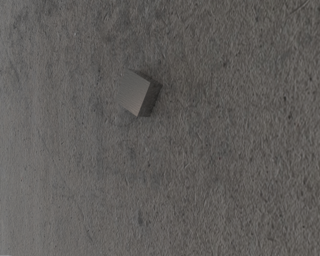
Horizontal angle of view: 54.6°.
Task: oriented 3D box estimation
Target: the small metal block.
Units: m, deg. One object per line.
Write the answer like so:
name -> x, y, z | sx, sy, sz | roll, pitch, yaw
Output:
small metal block -> -0.030, -0.049, 0.431 | 0.050, 0.025, 0.050 | 36, 112, 34
